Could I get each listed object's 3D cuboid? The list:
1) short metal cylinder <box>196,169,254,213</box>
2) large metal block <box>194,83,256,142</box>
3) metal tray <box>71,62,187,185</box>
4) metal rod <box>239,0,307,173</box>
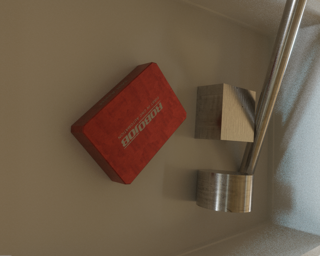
[{"bbox_3d":[0.095,0.090,0.453,0.081,0.080,0.050,7,86,-40],"label":"short metal cylinder"},{"bbox_3d":[0.102,-0.020,0.478,0.081,0.050,0.080,6,87,-40],"label":"large metal block"},{"bbox_3d":[-0.031,-0.008,0.379,0.130,0.030,0.090,-49,119,-29],"label":"metal tray"},{"bbox_3d":[0.166,-0.049,0.471,0.025,0.025,0.298,-16,124,-39],"label":"metal rod"}]
